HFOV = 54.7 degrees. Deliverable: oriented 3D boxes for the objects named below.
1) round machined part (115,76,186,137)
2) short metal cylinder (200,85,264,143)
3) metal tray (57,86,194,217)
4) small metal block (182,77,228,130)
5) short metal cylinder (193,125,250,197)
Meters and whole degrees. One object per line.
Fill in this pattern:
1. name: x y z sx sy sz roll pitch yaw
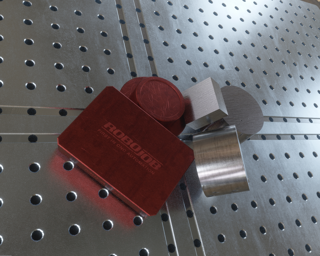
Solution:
1. round machined part: -0.007 -0.028 0.406 0.099 0.042 0.098 14 56 -21
2. short metal cylinder: 0.102 -0.015 0.452 0.081 0.050 0.080 14 56 -21
3. metal tray: -0.036 0.026 0.350 0.130 0.030 0.090 39 66 -3
4. small metal block: 0.057 -0.032 0.414 0.025 0.050 0.050 27 45 -48
5. short metal cylinder: 0.075 0.040 0.376 0.050 0.080 0.080 -13 60 14
